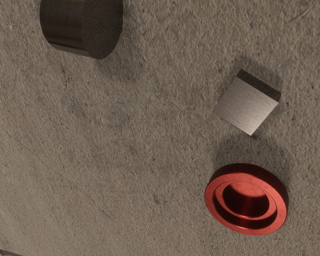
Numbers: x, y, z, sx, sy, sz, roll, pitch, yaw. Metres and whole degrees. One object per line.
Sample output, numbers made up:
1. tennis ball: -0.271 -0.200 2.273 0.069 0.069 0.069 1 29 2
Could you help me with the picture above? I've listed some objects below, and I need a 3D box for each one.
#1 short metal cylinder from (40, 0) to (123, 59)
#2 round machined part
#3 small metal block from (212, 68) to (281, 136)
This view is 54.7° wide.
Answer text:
1. short metal cylinder: -0.083 -0.120 0.339 0.050 0.080 0.079 17 125 18
2. round machined part: 0.109 0.084 0.389 0.098 0.042 0.097 13 124 20
3. small metal block: 0.094 -0.028 0.339 0.050 0.025 0.050 33 129 5
